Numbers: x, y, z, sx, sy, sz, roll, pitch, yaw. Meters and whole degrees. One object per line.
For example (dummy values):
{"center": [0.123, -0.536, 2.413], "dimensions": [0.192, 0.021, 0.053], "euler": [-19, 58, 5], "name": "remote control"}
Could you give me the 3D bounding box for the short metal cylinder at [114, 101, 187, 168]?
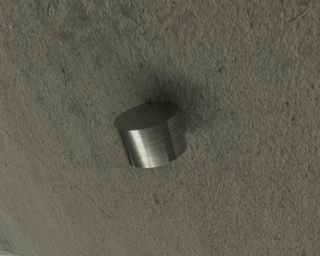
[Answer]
{"center": [-0.011, 0.006, 0.381], "dimensions": [0.080, 0.080, 0.050], "euler": [-1, 118, 28], "name": "short metal cylinder"}
